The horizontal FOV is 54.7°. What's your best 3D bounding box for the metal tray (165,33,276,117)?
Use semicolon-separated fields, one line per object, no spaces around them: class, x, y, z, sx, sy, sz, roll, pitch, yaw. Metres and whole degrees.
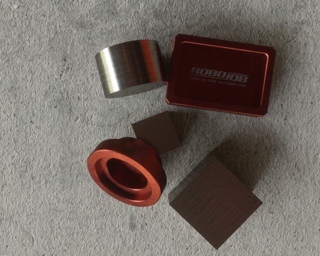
metal tray;0.078;-0.067;0.408;0.131;0.030;0.089;8;90;0

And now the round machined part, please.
round machined part;-0.036;0.050;0.384;0.098;0.097;0.042;32;47;0

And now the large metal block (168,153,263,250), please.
large metal block;0.068;0.091;0.398;0.080;0.050;0.080;44;90;0

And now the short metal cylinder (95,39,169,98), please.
short metal cylinder;-0.034;-0.071;0.382;0.080;0.080;0.050;-14;90;0

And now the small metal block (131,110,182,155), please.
small metal block;-0.005;0.009;0.410;0.050;0.025;0.050;-21;90;0
